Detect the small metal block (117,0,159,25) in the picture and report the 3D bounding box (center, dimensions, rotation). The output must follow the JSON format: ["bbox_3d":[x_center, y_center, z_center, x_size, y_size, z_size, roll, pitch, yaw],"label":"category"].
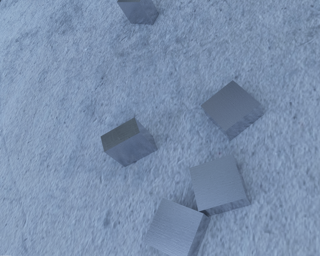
[{"bbox_3d":[-0.037,-0.206,0.532,0.050,0.050,0.025,15,70,34],"label":"small metal block"}]

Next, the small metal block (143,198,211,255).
[{"bbox_3d":[0.018,0.108,0.327,0.050,0.025,0.050,13,69,33],"label":"small metal block"}]

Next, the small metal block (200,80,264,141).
[{"bbox_3d":[0.086,-0.022,0.371,0.050,0.025,0.050,-39,51,2],"label":"small metal block"}]

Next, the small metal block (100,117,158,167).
[{"bbox_3d":[-0.039,0.020,0.395,0.050,0.050,0.025,-29,52,9],"label":"small metal block"}]

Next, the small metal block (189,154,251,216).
[{"bbox_3d":[0.063,0.062,0.332,0.050,0.025,0.050,-21,54,15],"label":"small metal block"}]
